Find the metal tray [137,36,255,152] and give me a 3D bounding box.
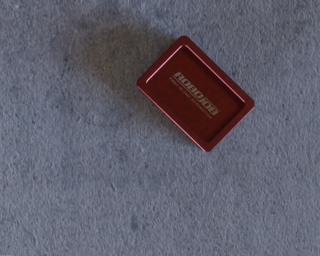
[{"bbox_3d":[0.046,-0.044,0.407,0.130,0.030,0.090,44,90,0],"label":"metal tray"}]
